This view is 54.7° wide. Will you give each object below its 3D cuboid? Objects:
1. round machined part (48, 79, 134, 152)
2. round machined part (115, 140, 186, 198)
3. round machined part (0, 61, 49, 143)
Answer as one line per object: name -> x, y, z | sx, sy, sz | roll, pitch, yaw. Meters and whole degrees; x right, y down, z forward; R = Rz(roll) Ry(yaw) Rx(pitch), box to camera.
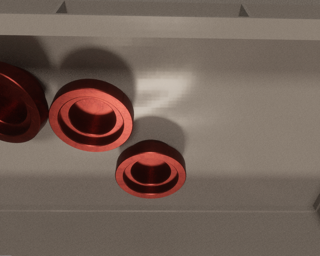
round machined part -> -0.081, -0.019, 0.380 | 0.099, 0.042, 0.097 | -1, 130, 0
round machined part -> -0.013, 0.055, 0.445 | 0.099, 0.042, 0.097 | -1, 130, 0
round machined part -> -0.175, -0.033, 0.358 | 0.098, 0.042, 0.097 | 7, 127, 9
